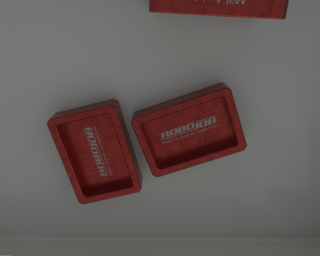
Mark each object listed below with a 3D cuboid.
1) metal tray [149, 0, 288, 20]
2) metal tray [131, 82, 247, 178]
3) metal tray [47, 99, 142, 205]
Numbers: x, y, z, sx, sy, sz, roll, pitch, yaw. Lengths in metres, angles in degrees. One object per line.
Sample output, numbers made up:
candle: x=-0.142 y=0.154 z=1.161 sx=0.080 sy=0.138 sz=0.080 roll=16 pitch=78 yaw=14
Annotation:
metal tray: x=0.055 y=-0.135 z=0.327 sx=0.131 sy=0.090 sz=0.030 roll=3 pitch=110 yaw=-2
metal tray: x=0.038 y=0.004 z=0.410 sx=0.131 sy=0.030 sz=0.090 roll=-18 pitch=109 yaw=6
metal tray: x=-0.084 y=0.034 z=0.419 sx=0.090 sy=0.030 sz=0.129 roll=-14 pitch=110 yaw=4
